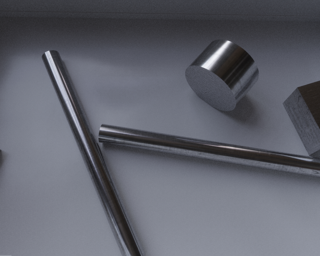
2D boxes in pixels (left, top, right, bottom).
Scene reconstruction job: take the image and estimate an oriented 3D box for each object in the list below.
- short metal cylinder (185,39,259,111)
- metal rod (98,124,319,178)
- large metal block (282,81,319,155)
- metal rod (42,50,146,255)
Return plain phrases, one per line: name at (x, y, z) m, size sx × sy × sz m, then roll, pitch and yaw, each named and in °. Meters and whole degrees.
short metal cylinder at (0.080, -0.068, 0.406) m, size 0.080 × 0.080 × 0.050 m, roll 38°, pitch 74°, yaw 12°
metal rod at (0.072, 0.030, 0.399) m, size 0.302 × 0.025 × 0.025 m, roll 9°, pitch 70°, yaw 3°
large metal block at (0.224, -0.019, 0.406) m, size 0.081 × 0.050 × 0.080 m, roll -17°, pitch 71°, yaw -7°
metal rod at (-0.092, 0.023, 0.399) m, size 0.025 × 0.025 × 0.299 m, roll -24°, pitch 72°, yaw -9°
